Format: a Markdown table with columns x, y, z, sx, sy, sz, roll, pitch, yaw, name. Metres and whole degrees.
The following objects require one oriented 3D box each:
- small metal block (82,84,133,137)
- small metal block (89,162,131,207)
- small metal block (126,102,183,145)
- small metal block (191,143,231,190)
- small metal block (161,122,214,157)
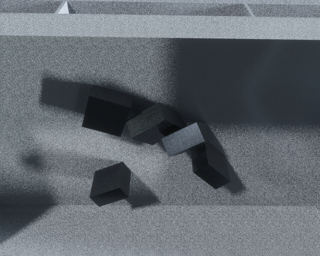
| x | y | z | sx | sy | sz | roll | pitch | yaw | name |
| --- | --- | --- | --- | --- | --- | --- | --- | --- | --- |
| -0.066 | -0.021 | 0.389 | 0.050 | 0.025 | 0.050 | 16 | 128 | -11 | small metal block |
| -0.073 | 0.084 | 0.463 | 0.050 | 0.050 | 0.025 | -21 | 127 | 16 | small metal block |
| -0.006 | -0.004 | 0.392 | 0.050 | 0.025 | 0.050 | -28 | 155 | 22 | small metal block |
| 0.070 | 0.050 | 0.436 | 0.025 | 0.050 | 0.050 | -36 | 122 | 26 | small metal block |
| 0.037 | 0.014 | 0.403 | 0.050 | 0.050 | 0.025 | -26 | 81 | 20 | small metal block |
